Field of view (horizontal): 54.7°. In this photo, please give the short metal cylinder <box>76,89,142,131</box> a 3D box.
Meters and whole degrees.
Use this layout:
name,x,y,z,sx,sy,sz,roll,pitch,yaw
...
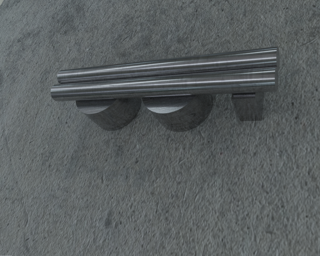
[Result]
name,x,y,z,sx,sy,sz,roll,pitch,yaw
short metal cylinder,-0.074,-0.042,0.453,0.080,0.050,0.080,-13,56,21

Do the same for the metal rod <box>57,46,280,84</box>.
name,x,y,z,sx,sy,sz,roll,pitch,yaw
metal rod,-0.011,-0.073,0.390,0.300,0.025,0.025,0,62,28

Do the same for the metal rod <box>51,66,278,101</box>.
name,x,y,z,sx,sy,sz,roll,pitch,yaw
metal rod,-0.016,-0.050,0.379,0.300,0.025,0.025,0,62,28

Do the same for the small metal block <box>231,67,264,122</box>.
name,x,y,z,sx,sy,sz,roll,pitch,yaw
small metal block,0.104,-0.041,0.361,0.025,0.050,0.050,-1,61,27

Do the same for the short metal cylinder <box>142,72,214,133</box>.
name,x,y,z,sx,sy,sz,roll,pitch,yaw
short metal cylinder,0.023,-0.041,0.402,0.080,0.050,0.080,-13,56,21
